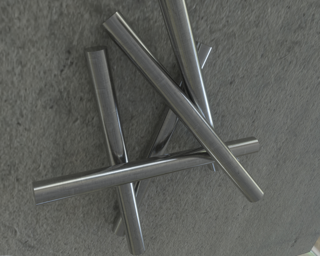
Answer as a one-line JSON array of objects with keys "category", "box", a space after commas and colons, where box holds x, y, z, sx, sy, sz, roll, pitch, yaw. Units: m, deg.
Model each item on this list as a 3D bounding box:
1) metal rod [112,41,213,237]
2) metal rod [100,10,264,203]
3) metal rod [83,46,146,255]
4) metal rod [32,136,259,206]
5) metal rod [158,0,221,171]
[{"category": "metal rod", "box": [-0.005, 0.027, 0.422, 0.025, 0.025, 0.298, 11, 113, -33]}, {"category": "metal rod", "box": [0.041, -0.009, 0.372, 0.025, 0.025, 0.300, -42, 113, 0]}, {"category": "metal rod", "box": [-0.050, 0.048, 0.390, 0.025, 0.025, 0.298, -18, 120, -19]}, {"category": "metal rod", "box": [0.003, 0.047, 0.388, 0.303, 0.025, 0.025, -9, 123, -26]}, {"category": "metal rod", "box": [0.048, -0.033, 0.383, 0.025, 0.025, 0.299, -32, 139, -8]}]
